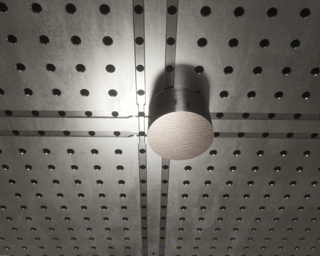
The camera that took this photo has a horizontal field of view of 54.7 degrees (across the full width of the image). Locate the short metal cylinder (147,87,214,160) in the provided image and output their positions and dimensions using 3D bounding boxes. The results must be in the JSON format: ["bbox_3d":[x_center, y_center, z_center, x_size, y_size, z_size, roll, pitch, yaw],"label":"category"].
[{"bbox_3d":[0.025,-0.005,0.392,0.081,0.050,0.079,0,130,0],"label":"short metal cylinder"}]
